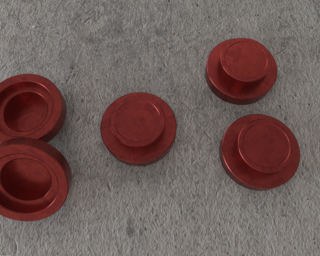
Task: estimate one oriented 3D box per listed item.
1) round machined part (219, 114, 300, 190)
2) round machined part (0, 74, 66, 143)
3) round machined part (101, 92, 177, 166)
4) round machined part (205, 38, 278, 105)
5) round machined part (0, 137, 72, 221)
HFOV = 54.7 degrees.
[{"bbox_3d":[0.127,0.027,0.390,0.099,0.042,0.098,0,70,0],"label":"round machined part"},{"bbox_3d":[-0.171,-0.018,0.404,0.099,0.042,0.098,0,70,0],"label":"round machined part"},{"bbox_3d":[-0.028,-0.003,0.400,0.099,0.042,0.098,0,70,0],"label":"round machined part"},{"bbox_3d":[0.115,-0.085,0.431,0.099,0.042,0.098,0,70,0],"label":"round machined part"},{"bbox_3d":[-0.152,0.055,0.360,0.099,0.042,0.097,-2,111,-4],"label":"round machined part"}]
